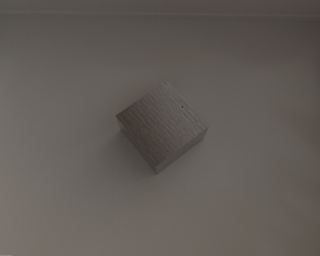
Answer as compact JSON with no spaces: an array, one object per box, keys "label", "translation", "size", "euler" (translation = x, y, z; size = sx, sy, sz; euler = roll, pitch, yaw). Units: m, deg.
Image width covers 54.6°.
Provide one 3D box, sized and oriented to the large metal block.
[{"label":"large metal block","translation":[0.003,0.000,0.397],"size":[0.080,0.050,0.080],"euler":[-36,74,-12]}]
